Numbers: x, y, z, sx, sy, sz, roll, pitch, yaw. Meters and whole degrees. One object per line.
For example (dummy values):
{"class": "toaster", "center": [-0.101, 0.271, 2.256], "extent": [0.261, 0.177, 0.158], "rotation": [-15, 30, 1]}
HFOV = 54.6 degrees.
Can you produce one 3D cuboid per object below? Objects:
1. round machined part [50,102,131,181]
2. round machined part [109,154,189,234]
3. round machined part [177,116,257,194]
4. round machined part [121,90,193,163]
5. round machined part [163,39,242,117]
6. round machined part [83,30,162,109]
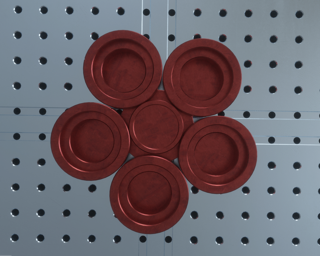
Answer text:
{"class": "round machined part", "center": [-0.086, 0.016, 0.404], "extent": [0.099, 0.042, 0.097], "rotation": [0, 90, 0]}
{"class": "round machined part", "center": [-0.013, 0.083, 0.404], "extent": [0.099, 0.042, 0.097], "rotation": [0, 90, 0]}
{"class": "round machined part", "center": [0.072, 0.033, 0.405], "extent": [0.099, 0.042, 0.097], "rotation": [0, 90, 0]}
{"class": "round machined part", "center": [-0.005, -0.001, 0.404], "extent": [0.099, 0.042, 0.097], "rotation": [0, 90, 0]}
{"class": "round machined part", "center": [0.053, -0.063, 0.405], "extent": [0.099, 0.042, 0.097], "rotation": [0, 90, 0]}
{"class": "round machined part", "center": [-0.046, -0.073, 0.404], "extent": [0.099, 0.042, 0.097], "rotation": [0, 90, 0]}
